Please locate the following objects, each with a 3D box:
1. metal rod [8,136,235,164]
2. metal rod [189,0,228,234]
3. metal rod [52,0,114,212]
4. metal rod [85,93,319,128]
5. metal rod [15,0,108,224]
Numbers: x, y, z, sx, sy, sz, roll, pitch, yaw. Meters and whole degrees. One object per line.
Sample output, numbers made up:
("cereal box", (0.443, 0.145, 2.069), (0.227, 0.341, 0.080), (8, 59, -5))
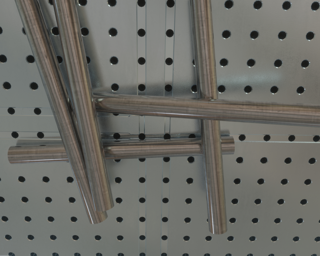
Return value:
("metal rod", (-0.051, 0.030, 0.423), (0.302, 0.025, 0.025), (-3, 110, 0))
("metal rod", (0.063, -0.007, 0.390), (0.025, 0.025, 0.298), (-6, 102, 2))
("metal rod", (-0.093, -0.044, 0.368), (0.025, 0.025, 0.298), (-8, 100, 2))
("metal rod", (0.043, -0.023, 0.363), (0.301, 0.025, 0.025), (4, 111, 14))
("metal rod", (-0.120, -0.018, 0.385), (0.025, 0.025, 0.298), (-14, 103, 4))
